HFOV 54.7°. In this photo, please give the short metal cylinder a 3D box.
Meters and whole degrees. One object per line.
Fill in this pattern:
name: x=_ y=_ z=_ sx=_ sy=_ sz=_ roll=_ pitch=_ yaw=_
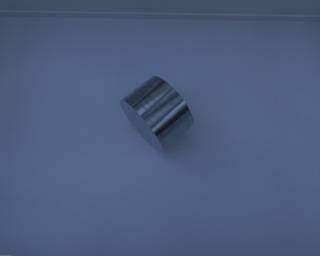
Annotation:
short metal cylinder: x=-0.004 y=-0.017 z=0.384 sx=0.050 sy=0.080 sz=0.080 roll=-40 pitch=75 yaw=-13
